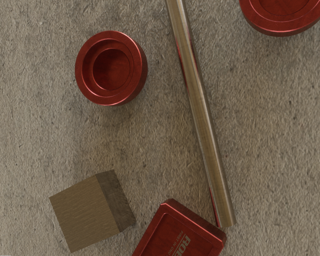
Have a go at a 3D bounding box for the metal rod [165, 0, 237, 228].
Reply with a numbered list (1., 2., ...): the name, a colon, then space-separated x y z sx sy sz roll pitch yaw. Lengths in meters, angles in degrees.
1. metal rod: 0.050 -0.027 0.390 0.025 0.025 0.298 -14 85 19

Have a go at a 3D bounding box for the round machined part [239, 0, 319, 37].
1. round machined part: 0.141 -0.152 0.350 0.098 0.042 0.097 0 90 19

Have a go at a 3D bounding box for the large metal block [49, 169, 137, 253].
1. large metal block: -0.092 0.113 0.427 0.080 0.050 0.080 -28 81 17

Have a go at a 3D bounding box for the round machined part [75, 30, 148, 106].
1. round machined part: -0.062 -0.078 0.421 0.098 0.042 0.097 0 90 19

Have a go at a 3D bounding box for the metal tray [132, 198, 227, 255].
1. metal tray: 0.015 0.170 0.400 0.090 0.030 0.129 31 100 17
